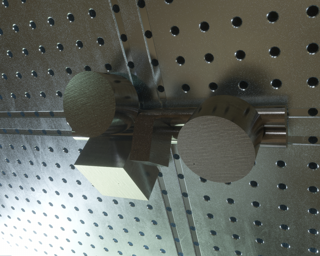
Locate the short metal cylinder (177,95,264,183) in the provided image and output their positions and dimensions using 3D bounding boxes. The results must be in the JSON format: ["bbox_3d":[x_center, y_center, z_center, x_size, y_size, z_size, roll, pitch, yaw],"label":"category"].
[{"bbox_3d":[0.065,0.011,0.331,0.080,0.050,0.079,13,124,21],"label":"short metal cylinder"}]

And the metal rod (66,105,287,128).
[{"bbox_3d":[0.000,-0.014,0.398,0.300,0.025,0.025,1,119,27],"label":"metal rod"}]

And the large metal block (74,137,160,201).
[{"bbox_3d":[-0.058,0.057,0.439,0.080,0.050,0.080,-1,138,28],"label":"large metal block"}]

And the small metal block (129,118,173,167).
[{"bbox_3d":[-0.009,0.018,0.370,0.025,0.050,0.050,1,77,28],"label":"small metal block"}]

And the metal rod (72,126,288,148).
[{"bbox_3d":[0.006,0.008,0.409,0.300,0.025,0.025,1,119,27],"label":"metal rod"}]

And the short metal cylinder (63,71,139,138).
[{"bbox_3d":[-0.074,-0.030,0.393,0.080,0.050,0.079,3,96,27],"label":"short metal cylinder"}]
